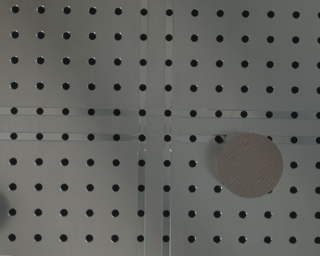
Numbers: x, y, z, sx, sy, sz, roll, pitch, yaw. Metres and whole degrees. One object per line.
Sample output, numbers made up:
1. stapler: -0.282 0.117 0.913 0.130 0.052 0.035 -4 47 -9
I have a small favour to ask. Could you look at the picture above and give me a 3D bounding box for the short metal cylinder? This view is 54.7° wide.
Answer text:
1. short metal cylinder: 0.110 0.046 0.402 0.081 0.050 0.079 0 90 -1
